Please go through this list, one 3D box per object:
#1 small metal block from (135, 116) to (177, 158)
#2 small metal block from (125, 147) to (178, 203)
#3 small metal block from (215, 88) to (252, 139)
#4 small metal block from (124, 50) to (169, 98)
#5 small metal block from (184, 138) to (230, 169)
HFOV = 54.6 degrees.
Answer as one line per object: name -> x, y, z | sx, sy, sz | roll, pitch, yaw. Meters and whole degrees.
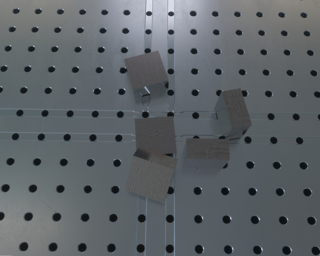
small metal block -> -0.006, 0.014, 0.407 | 0.050, 0.025, 0.050 | -4, 70, -2
small metal block -> -0.010, 0.057, 0.376 | 0.050, 0.025, 0.050 | 18, 115, 6
small metal block -> 0.094, -0.017, 0.405 | 0.025, 0.050, 0.050 | -10, 70, -4
small metal block -> -0.019, -0.077, 0.440 | 0.050, 0.025, 0.050 | -16, 71, -6
small metal block -> 0.056, 0.033, 0.387 | 0.050, 0.050, 0.025 | 1, 70, 0
